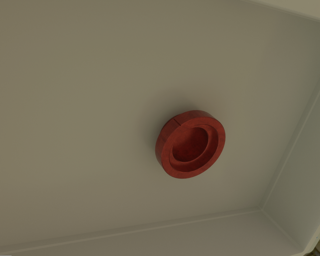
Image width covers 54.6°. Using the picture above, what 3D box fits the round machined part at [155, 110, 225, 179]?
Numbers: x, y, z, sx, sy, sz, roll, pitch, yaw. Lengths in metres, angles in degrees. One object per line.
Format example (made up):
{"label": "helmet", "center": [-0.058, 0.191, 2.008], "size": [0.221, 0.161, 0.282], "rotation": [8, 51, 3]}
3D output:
{"label": "round machined part", "center": [0.038, 0.018, 0.429], "size": [0.099, 0.042, 0.097], "rotation": [-14, 124, -21]}
